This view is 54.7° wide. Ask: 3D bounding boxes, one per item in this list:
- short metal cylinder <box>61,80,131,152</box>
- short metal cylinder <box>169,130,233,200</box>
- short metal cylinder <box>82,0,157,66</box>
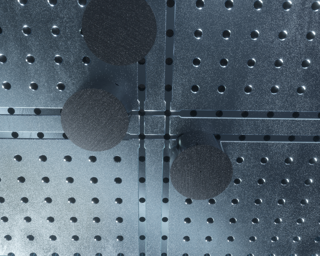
[{"bbox_3d":[-0.078,-0.017,0.393,0.081,0.050,0.079,0,110,-1],"label":"short metal cylinder"},{"bbox_3d":[0.053,0.049,0.419,0.081,0.050,0.079,0,110,-1],"label":"short metal cylinder"},{"bbox_3d":[-0.044,-0.116,0.357,0.081,0.050,0.079,0,110,-1],"label":"short metal cylinder"}]
